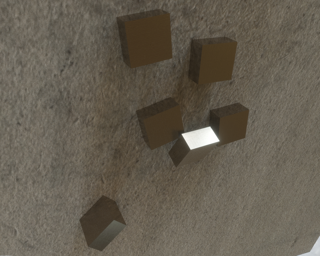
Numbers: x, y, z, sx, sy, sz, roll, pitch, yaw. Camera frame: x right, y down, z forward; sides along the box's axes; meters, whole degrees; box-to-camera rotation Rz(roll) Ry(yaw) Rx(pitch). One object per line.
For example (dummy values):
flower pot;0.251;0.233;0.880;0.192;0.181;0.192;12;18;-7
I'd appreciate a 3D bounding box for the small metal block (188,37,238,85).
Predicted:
small metal block;0.066;-0.086;0.392;0.050;0.025;0.050;-12;124;-23

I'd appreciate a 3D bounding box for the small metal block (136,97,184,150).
small metal block;0.001;-0.006;0.406;0.050;0.025;0.050;-24;127;-14

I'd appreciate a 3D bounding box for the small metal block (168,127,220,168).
small metal block;0.046;0.027;0.434;0.050;0.025;0.050;-13;152;-31

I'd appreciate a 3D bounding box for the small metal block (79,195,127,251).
small metal block;-0.080;0.131;0.430;0.050;0.050;0.025;-46;130;4

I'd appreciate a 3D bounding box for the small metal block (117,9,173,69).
small metal block;-0.016;-0.098;0.339;0.050;0.025;0.050;-18;126;-18

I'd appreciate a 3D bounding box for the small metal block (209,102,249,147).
small metal block;0.102;-0.005;0.461;0.050;0.025;0.050;-16;125;-20
